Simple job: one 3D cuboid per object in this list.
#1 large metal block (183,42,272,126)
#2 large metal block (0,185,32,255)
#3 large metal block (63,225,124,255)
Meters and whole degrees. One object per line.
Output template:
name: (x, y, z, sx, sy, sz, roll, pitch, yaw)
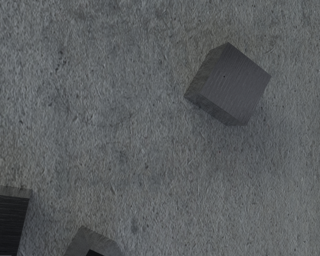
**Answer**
large metal block: (0.093, -0.058, 0.430, 0.080, 0.050, 0.080, 32, 80, -17)
large metal block: (-0.188, 0.103, 0.326, 0.081, 0.050, 0.080, 12, 86, -20)
large metal block: (-0.084, 0.168, 0.349, 0.050, 0.080, 0.080, 33, 79, -17)
